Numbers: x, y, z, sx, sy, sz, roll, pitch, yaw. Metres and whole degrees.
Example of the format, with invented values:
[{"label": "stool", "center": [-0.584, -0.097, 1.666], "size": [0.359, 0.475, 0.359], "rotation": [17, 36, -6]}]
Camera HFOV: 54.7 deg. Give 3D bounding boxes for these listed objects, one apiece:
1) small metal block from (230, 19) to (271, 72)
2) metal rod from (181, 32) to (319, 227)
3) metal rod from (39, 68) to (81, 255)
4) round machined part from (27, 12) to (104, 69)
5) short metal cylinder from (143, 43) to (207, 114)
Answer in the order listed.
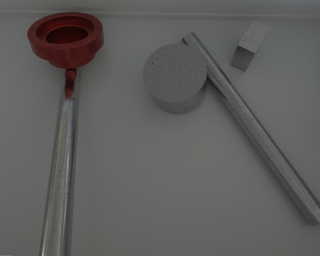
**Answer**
[{"label": "small metal block", "center": [0.127, -0.116, 0.440], "size": [0.025, 0.050, 0.050], "rotation": [30, 73, 10]}, {"label": "metal rod", "center": [0.117, -0.010, 0.414], "size": [0.025, 0.025, 0.299], "rotation": [-29, 73, -10]}, {"label": "metal rod", "center": [-0.103, 0.026, 0.334], "size": [0.025, 0.025, 0.300], "rotation": [-8, 45, -3]}, {"label": "round machined part", "center": [-0.127, -0.119, 0.430], "size": [0.099, 0.042, 0.098], "rotation": [1, 46, 0]}, {"label": "short metal cylinder", "center": [0.022, -0.064, 0.413], "size": [0.080, 0.050, 0.080], "rotation": [-2, 76, 8]}]
